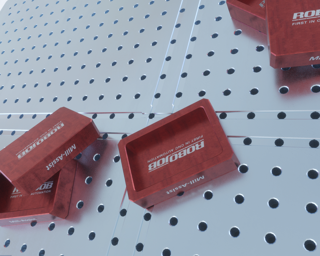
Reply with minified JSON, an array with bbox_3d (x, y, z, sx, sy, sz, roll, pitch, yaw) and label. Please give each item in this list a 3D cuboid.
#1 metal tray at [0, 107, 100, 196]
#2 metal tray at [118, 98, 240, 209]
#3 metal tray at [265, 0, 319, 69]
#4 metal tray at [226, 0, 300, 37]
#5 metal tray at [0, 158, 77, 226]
[{"bbox_3d":[-0.162,0.027,0.443,0.090,0.030,0.131,21,53,42],"label":"metal tray"},{"bbox_3d":[0.018,0.030,0.377,0.130,0.030,0.090,-26,52,11],"label":"metal tray"},{"bbox_3d":[0.192,-0.121,0.357,0.130,0.030,0.090,-4,69,16],"label":"metal tray"},{"bbox_3d":[0.171,-0.197,0.436,0.130,0.030,0.090,-42,51,-1],"label":"metal tray"},{"bbox_3d":[-0.189,0.089,0.450,0.130,0.030,0.090,-12,56,21],"label":"metal tray"}]
